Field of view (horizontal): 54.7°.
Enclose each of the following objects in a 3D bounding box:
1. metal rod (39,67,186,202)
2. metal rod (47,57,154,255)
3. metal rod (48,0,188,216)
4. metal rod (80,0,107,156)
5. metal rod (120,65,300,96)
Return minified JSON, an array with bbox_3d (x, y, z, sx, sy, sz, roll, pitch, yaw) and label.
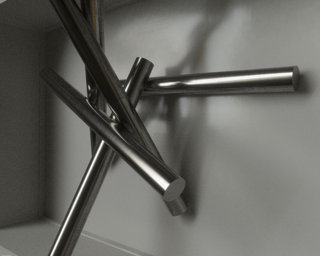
[{"bbox_3d":[-0.079,-0.012,0.373,0.300,0.025,0.025,36,112,40],"label":"metal rod"},{"bbox_3d":[-0.076,0.051,0.376,0.025,0.025,0.299,16,79,38],"label":"metal rod"},{"bbox_3d":[-0.045,-0.026,0.355,0.025,0.025,0.299,-18,106,38],"label":"metal rod"},{"bbox_3d":[-0.082,-0.068,0.394,0.025,0.025,0.298,36,137,34],"label":"metal rod"},{"bbox_3d":[0.015,-0.054,0.392,0.300,0.025,0.025,3,92,39],"label":"metal rod"}]
